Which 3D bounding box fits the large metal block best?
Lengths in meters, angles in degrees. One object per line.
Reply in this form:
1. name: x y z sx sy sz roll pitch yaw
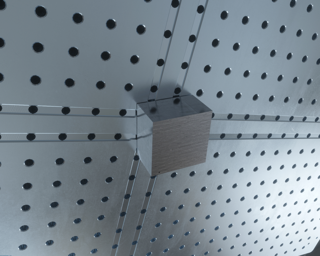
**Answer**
1. large metal block: 0.017 0.008 0.407 0.081 0.050 0.079 -12 124 -22
